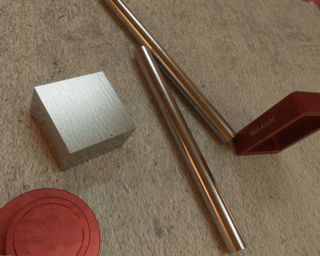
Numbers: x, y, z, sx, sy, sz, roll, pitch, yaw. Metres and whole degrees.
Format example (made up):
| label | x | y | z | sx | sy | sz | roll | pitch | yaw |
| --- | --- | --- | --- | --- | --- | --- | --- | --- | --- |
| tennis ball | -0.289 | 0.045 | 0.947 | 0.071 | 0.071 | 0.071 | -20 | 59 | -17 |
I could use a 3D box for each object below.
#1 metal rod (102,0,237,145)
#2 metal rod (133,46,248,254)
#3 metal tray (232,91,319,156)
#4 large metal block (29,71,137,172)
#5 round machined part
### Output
| label | x | y | z | sx | sy | sz | roll | pitch | yaw |
| --- | --- | --- | --- | --- | --- | --- | --- | --- | --- |
| metal rod | 0.009 | -0.099 | 0.470 | 0.025 | 0.025 | 0.300 | -33 | 80 | -38 |
| metal rod | 0.032 | 0.015 | 0.413 | 0.025 | 0.025 | 0.299 | -13 | 68 | -34 |
| metal tray | 0.175 | -0.002 | 0.435 | 0.091 | 0.129 | 0.030 | 0 | 62 | -29 |
| large metal block | -0.087 | -0.009 | 0.348 | 0.081 | 0.050 | 0.080 | -23 | 74 | -36 |
| round machined part | -0.101 | 0.101 | 0.278 | 0.099 | 0.042 | 0.098 | 14 | 56 | -21 |
